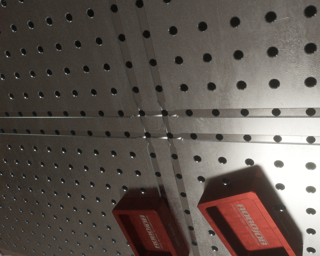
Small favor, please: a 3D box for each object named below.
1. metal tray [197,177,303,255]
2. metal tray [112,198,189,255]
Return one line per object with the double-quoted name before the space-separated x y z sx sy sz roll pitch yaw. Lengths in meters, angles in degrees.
"metal tray" 0.123 0.135 0.425 0.090 0.030 0.130 -26 105 36
"metal tray" -0.015 0.179 0.524 0.090 0.030 0.129 -9 114 32
